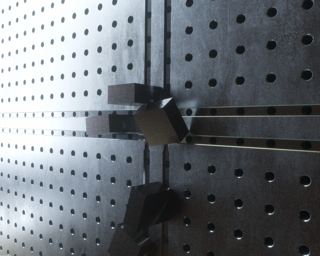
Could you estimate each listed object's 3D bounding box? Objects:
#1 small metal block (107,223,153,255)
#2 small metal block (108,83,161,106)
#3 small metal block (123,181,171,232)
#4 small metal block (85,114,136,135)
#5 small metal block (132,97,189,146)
[{"bbox_3d":[-0.043,0.170,0.443,0.050,0.025,0.050,33,110,35],"label":"small metal block"},{"bbox_3d":[-0.035,-0.044,0.420,0.050,0.050,0.025,1,91,40],"label":"small metal block"},{"bbox_3d":[-0.016,0.101,0.404,0.025,0.050,0.050,23,105,37],"label":"small metal block"},{"bbox_3d":[-0.071,-0.004,0.450,0.050,0.050,0.025,-6,86,39],"label":"small metal block"},{"bbox_3d":[0.001,-0.006,0.392,0.050,0.025,0.050,-10,116,39],"label":"small metal block"}]
